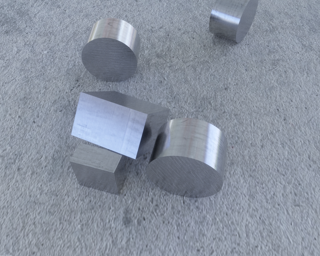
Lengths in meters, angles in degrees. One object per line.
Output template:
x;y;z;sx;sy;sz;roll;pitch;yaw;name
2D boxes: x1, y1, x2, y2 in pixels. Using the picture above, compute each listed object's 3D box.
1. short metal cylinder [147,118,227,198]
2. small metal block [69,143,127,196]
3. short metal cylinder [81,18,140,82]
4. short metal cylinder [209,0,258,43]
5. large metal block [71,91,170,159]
0.031;0.034;0.339;0.080;0.080;0.050;10;51;8;short metal cylinder
-0.067;0.047;0.347;0.050;0.050;0.025;13;52;10;small metal block
-0.071;-0.115;0.464;0.080;0.080;0.050;3;50;2;short metal cylinder
0.126;-0.193;0.531;0.050;0.080;0.080;28;55;21;short metal cylinder
-0.043;-0.008;0.368;0.080;0.050;0.080;19;13;15;large metal block
